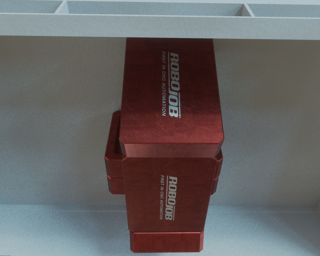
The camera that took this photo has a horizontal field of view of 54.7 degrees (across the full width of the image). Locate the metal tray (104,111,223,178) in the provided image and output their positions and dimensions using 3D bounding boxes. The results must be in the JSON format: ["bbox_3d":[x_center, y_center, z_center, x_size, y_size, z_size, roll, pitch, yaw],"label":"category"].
[{"bbox_3d":[0.004,0.018,0.380,0.131,0.090,0.030,1,130,-1],"label":"metal tray"}]

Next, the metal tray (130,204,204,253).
[{"bbox_3d":[0.008,0.119,0.438,0.091,0.130,0.030,0,109,-1],"label":"metal tray"}]

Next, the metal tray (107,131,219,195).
[{"bbox_3d":[0.003,0.041,0.400,0.131,0.090,0.030,1,130,-1],"label":"metal tray"}]

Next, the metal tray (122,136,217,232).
[{"bbox_3d":[0.008,0.067,0.342,0.091,0.030,0.129,0,130,-1],"label":"metal tray"}]

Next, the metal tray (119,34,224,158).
[{"bbox_3d":[0.010,-0.036,0.307,0.091,0.130,0.030,1,150,-1],"label":"metal tray"}]
